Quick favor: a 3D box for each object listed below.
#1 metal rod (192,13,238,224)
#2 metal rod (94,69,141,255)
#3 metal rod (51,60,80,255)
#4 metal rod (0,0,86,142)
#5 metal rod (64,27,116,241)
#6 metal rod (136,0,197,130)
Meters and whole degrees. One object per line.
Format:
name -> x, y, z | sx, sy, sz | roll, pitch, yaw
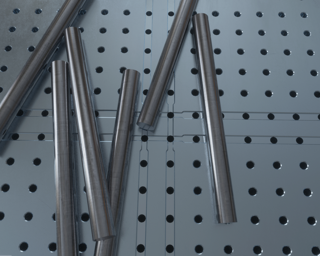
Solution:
metal rod -> 0.070, -0.027, 0.421 | 0.025, 0.025, 0.299 | -3, 70, -1
metal rod -> -0.055, 0.063, 0.388 | 0.025, 0.025, 0.299 | 5, 70, 2
metal rod -> -0.121, 0.049, 0.393 | 0.025, 0.025, 0.299 | -8, 70, -3
metal rod -> -0.172, -0.103, 0.448 | 0.025, 0.025, 0.300 | 21, 71, 7
metal rod -> -0.096, -0.011, 0.400 | 0.025, 0.025, 0.299 | -13, 65, -5
metal rod -> 0.024, -0.137, 0.461 | 0.025, 0.025, 0.300 | 16, 71, 6
